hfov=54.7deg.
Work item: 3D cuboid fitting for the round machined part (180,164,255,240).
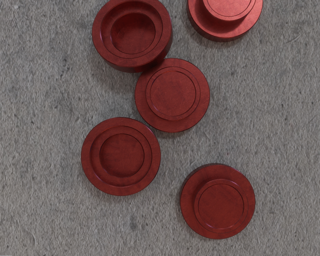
[{"bbox_3d":[0.075,0.097,0.402,0.099,0.042,0.097,0,90,0],"label":"round machined part"}]

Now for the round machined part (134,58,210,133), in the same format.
[{"bbox_3d":[0.016,-0.042,0.401,0.099,0.042,0.097,0,90,0],"label":"round machined part"}]

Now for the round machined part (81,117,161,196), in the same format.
[{"bbox_3d":[-0.048,0.035,0.401,0.099,0.042,0.097,0,90,0],"label":"round machined part"}]

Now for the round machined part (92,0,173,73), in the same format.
[{"bbox_3d":[-0.033,-0.116,0.394,0.099,0.042,0.098,-1,80,6],"label":"round machined part"}]

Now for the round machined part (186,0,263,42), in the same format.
[{"bbox_3d":[0.085,-0.165,0.402,0.099,0.042,0.097,0,90,0],"label":"round machined part"}]
